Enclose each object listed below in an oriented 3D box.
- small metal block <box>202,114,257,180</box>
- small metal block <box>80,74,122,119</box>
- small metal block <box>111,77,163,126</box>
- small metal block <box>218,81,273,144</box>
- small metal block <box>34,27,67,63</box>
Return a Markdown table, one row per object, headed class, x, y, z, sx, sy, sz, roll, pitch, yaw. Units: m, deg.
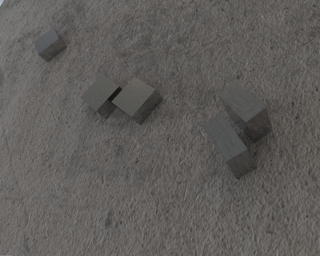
| class | x | y | z | sx | sy | sz | roll | pitch | yaw |
| --- | --- | --- | --- | --- | --- | --- | --- | --- | --- |
| small metal block | 0.076 | 0.021 | 0.335 | 0.025 | 0.050 | 0.050 | -33 | 52 | 7 |
| small metal block | -0.087 | -0.049 | 0.480 | 0.050 | 0.025 | 0.050 | -48 | 51 | -6 |
| small metal block | -0.033 | -0.039 | 0.445 | 0.050 | 0.025 | 0.050 | -49 | 52 | -7 |
| small metal block | 0.096 | -0.017 | 0.348 | 0.025 | 0.050 | 0.050 | -38 | 51 | 3 |
| small metal block | -0.221 | -0.168 | 0.623 | 0.050 | 0.025 | 0.050 | -36 | 51 | 4 |
